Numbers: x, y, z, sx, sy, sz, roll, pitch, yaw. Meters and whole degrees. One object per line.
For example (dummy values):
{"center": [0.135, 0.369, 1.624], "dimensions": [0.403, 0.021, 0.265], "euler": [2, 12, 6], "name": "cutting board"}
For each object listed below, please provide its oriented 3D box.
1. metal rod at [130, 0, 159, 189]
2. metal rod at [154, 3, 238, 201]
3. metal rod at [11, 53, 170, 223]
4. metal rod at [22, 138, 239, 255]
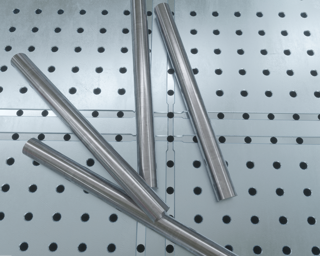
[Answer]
{"center": [-0.024, -0.065, 0.435], "dimensions": [0.025, 0.025, 0.299], "euler": [-4, 70, -1], "name": "metal rod"}
{"center": [0.043, -0.049, 0.429], "dimensions": [0.025, 0.025, 0.299], "euler": [-15, 71, -5], "name": "metal rod"}
{"center": [-0.101, 0.000, 0.398], "dimensions": [0.025, 0.025, 0.300], "euler": [-42, 70, -14], "name": "metal rod"}
{"center": [-0.038, 0.093, 0.377], "dimensions": [0.301, 0.025, 0.025], "euler": [28, 72, 9], "name": "metal rod"}
